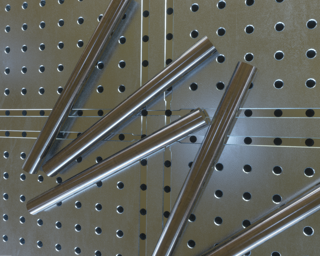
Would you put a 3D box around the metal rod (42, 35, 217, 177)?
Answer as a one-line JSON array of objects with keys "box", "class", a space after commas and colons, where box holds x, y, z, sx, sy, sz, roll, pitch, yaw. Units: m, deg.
[{"box": [-0.052, -0.022, 0.429, 0.300, 0.025, 0.025, -36, 79, 16], "class": "metal rod"}]

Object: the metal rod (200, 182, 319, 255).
[{"box": [0.100, 0.140, 0.377, 0.300, 0.025, 0.025, -38, 78, 15], "class": "metal rod"}]

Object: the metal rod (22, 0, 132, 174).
[{"box": [-0.125, -0.061, 0.455, 0.025, 0.025, 0.299, 35, 101, 16], "class": "metal rod"}]

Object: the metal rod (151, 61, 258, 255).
[{"box": [0.048, 0.060, 0.394, 0.025, 0.025, 0.298, 25, 98, 18], "class": "metal rod"}]

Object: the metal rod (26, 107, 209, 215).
[{"box": [-0.071, 0.054, 0.436, 0.300, 0.025, 0.025, -29, 81, 17], "class": "metal rod"}]
